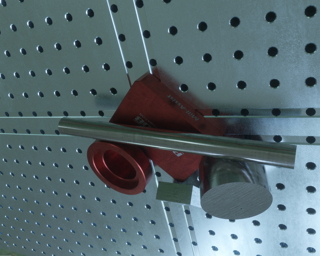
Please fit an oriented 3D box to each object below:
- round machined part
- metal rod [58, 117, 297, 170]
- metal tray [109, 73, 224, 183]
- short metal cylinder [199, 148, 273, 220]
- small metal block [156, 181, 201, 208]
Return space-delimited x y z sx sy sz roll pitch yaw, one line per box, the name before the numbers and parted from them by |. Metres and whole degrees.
round machined part | -0.053 0.047 0.449 0.098 0.042 0.097 18 133 21
metal rod | 0.002 0.013 0.377 0.301 0.025 0.025 7 122 24
metal tray | 0.006 0.002 0.406 0.130 0.030 0.089 40 129 0
short metal cylinder | 0.088 0.067 0.370 0.080 0.050 0.079 2 135 2
small metal block | 0.029 0.094 0.435 0.050 0.025 0.050 2 163 26
